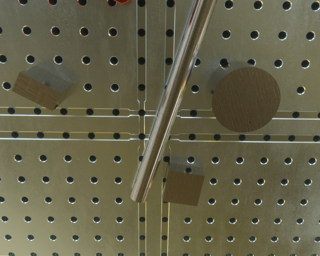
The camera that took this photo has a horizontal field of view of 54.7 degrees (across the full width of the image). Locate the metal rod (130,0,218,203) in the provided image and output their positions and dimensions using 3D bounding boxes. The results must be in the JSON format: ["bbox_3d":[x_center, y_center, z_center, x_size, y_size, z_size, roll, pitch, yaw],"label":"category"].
[{"bbox_3d":[0.014,-0.032,0.401,0.025,0.025,0.298,17,109,-7],"label":"metal rod"}]

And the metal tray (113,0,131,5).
[{"bbox_3d":[-0.079,-0.204,0.335,0.131,0.030,0.089,23,108,-9],"label":"metal tray"}]

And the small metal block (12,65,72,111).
[{"bbox_3d":[-0.142,-0.050,0.380,0.050,0.050,0.025,28,108,-10],"label":"small metal block"}]

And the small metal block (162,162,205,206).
[{"bbox_3d":[0.033,0.081,0.444,0.050,0.025,0.050,9,110,-4],"label":"small metal block"}]

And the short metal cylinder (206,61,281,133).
[{"bbox_3d":[0.101,-0.040,0.387,0.081,0.050,0.079,0,110,-1],"label":"short metal cylinder"}]
